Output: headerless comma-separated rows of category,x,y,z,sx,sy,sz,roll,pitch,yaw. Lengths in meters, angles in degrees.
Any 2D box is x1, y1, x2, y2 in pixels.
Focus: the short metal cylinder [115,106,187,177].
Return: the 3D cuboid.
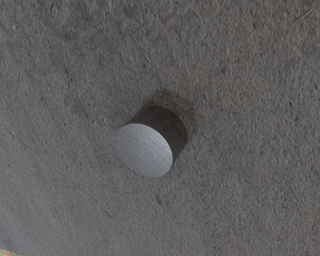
short metal cylinder,-0.011,0.017,0.408,0.080,0.050,0.080,13,124,21
